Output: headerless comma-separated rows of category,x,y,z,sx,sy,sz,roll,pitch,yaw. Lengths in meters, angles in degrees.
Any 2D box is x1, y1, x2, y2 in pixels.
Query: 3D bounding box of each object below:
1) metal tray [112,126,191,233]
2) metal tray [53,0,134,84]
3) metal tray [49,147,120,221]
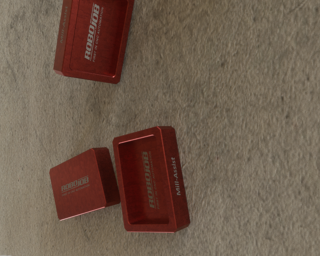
metal tray,-0.014,0.069,0.411,0.090,0.030,0.129,-15,81,38
metal tray,-0.091,-0.132,0.432,0.030,0.091,0.129,22,104,47
metal tray,-0.126,0.093,0.503,0.130,0.030,0.090,-25,74,37
